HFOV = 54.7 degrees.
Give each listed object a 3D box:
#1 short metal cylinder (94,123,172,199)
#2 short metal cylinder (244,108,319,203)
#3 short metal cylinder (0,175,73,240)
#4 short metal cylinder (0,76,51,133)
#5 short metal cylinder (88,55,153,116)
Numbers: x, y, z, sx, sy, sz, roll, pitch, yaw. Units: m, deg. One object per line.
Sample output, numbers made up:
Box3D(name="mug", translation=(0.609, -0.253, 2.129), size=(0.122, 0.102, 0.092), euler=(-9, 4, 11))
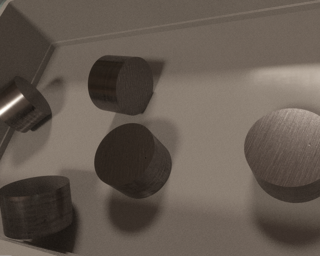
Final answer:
Box3D(name="short metal cylinder", translation=(-0.032, 0.041, 0.380), size=(0.080, 0.050, 0.080), euler=(-13, 56, 20))
Box3D(name="short metal cylinder", translation=(0.129, 0.028, 0.305), size=(0.080, 0.050, 0.080), euler=(-13, 56, 20))
Box3D(name="short metal cylinder", translation=(-0.151, 0.094, 0.381), size=(0.080, 0.080, 0.050), euler=(0, 99, 28))
Box3D(name="short metal cylinder", translation=(-0.228, -0.039, 0.511), size=(0.050, 0.080, 0.080), euler=(-37, 51, 3))
Box3D(name="short metal cylinder", translation=(-0.053, -0.060, 0.434), size=(0.050, 0.080, 0.080), euler=(12, 68, 33))
